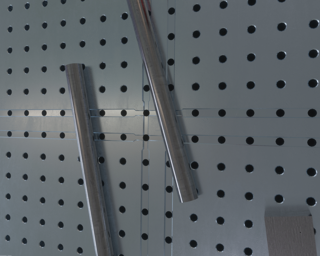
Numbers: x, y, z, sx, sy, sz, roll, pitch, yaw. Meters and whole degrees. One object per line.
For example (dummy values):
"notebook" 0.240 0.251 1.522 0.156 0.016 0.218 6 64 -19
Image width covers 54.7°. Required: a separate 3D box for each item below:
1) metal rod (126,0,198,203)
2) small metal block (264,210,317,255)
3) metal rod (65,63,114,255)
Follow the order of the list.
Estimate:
"metal rod" -0.001 -0.051 0.412 0.025 0.025 0.298 -17 85 19
"small metal block" 0.151 0.124 0.359 0.050 0.025 0.050 -7 88 19
"metal rod" -0.101 0.055 0.448 0.025 0.025 0.298 -12 86 19
